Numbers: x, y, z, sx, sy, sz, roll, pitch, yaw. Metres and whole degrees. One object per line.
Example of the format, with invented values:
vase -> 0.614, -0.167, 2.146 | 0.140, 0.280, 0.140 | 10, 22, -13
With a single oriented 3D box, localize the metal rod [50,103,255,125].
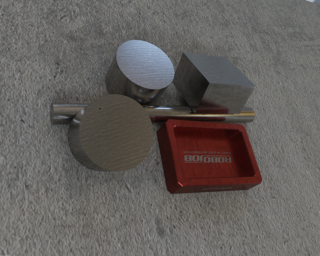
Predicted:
metal rod -> 0.010, -0.018, 0.423 | 0.303, 0.025, 0.025 | -1, 62, -29

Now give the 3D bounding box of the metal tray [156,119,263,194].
metal tray -> 0.066, 0.037, 0.414 | 0.131, 0.030, 0.090 | 3, 60, -27

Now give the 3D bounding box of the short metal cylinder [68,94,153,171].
short metal cylinder -> -0.055, 0.007, 0.339 | 0.081, 0.050, 0.080 | 5, 80, -28

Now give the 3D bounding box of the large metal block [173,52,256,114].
large metal block -> 0.076, -0.065, 0.454 | 0.081, 0.050, 0.080 | -1, 41, -29

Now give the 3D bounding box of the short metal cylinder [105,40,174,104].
short metal cylinder -> -0.028, -0.071, 0.417 | 0.081, 0.050, 0.080 | 14, 56, -21
